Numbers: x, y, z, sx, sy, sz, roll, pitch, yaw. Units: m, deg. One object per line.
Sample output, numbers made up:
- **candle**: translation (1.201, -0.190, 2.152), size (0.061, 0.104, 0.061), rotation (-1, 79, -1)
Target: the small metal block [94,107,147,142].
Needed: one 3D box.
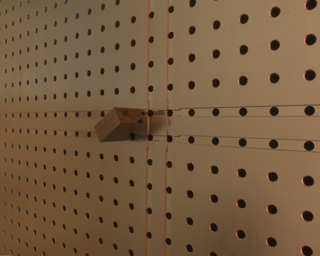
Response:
- **small metal block**: translation (-0.056, -0.004, 0.441), size (0.050, 0.050, 0.025), rotation (-39, 66, 33)
